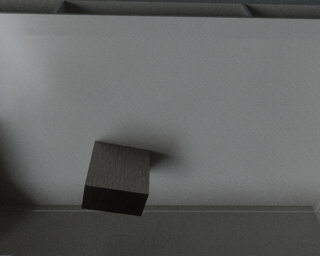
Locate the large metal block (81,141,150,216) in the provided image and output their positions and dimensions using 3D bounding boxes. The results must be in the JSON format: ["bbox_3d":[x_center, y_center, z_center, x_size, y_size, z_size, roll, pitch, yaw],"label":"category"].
[{"bbox_3d":[-0.059,0.070,0.431,0.081,0.080,0.050,10,129,-9],"label":"large metal block"}]
